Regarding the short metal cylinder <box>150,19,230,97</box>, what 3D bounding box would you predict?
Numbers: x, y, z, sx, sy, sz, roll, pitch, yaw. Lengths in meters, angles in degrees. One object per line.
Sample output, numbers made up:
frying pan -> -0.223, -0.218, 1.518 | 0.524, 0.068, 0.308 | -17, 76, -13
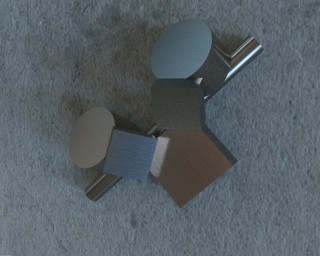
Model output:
short metal cylinder -> 0.036, -0.080, 0.368 | 0.080, 0.050, 0.080 | -14, 65, 31

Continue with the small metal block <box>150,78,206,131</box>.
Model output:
small metal block -> 0.021, -0.026, 0.336 | 0.050, 0.025, 0.050 | 2, 122, 19

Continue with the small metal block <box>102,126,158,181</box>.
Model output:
small metal block -> -0.035, 0.029, 0.356 | 0.050, 0.025, 0.050 | 14, 96, -13

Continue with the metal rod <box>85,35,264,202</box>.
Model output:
metal rod -> 0.009, -0.003, 0.406 | 0.299, 0.025, 0.025 | -43, 77, 14

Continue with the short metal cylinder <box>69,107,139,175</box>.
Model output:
short metal cylinder -> -0.072, 0.018, 0.406 | 0.080, 0.050, 0.080 | -14, 65, 31

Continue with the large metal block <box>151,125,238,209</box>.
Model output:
large metal block -> 0.035, 0.038, 0.382 | 0.080, 0.050, 0.080 | -43, 77, 14
